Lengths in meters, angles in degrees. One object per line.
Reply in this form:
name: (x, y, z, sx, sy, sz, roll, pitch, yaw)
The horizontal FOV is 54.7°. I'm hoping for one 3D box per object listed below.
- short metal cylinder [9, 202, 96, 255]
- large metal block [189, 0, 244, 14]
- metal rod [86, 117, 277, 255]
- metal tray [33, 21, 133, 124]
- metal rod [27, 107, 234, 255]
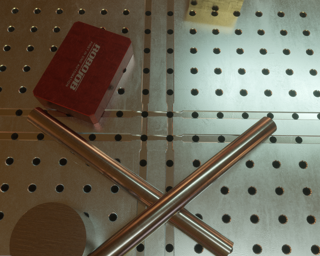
short metal cylinder: (-0.118, 0.127, 0.351, 0.081, 0.050, 0.080, 0, 70, 0)
large metal block: (0.093, -0.233, 0.484, 0.080, 0.050, 0.080, 9, 70, 3)
metal rod: (0.030, 0.074, 0.361, 0.302, 0.025, 0.025, -34, 74, -21)
metal tray: (-0.105, -0.081, 0.438, 0.090, 0.030, 0.130, 21, 71, 7)
metal rod: (-0.045, 0.063, 0.388, 0.301, 0.025, 0.025, 33, 73, 11)
